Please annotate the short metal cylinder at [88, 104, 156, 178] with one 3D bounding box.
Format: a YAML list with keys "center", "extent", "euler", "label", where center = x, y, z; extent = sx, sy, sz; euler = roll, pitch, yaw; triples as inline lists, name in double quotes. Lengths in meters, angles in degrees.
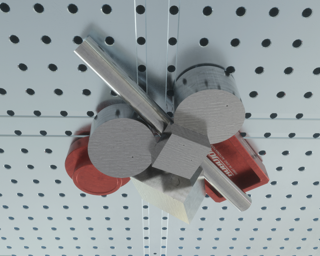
- center: [-0.048, 0.015, 0.388]
  extent: [0.081, 0.050, 0.079]
  euler: [-3, 114, -8]
  label: "short metal cylinder"

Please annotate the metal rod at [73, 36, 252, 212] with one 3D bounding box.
- center: [0.017, 0.009, 0.382]
  extent: [0.025, 0.025, 0.300]
  euler: [-35, 113, 26]
  label: "metal rod"

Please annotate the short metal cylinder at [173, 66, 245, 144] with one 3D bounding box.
- center: [0.056, -0.026, 0.369]
  extent: [0.081, 0.050, 0.079]
  euler: [0, 130, 0]
  label: "short metal cylinder"

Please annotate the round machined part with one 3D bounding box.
- center: [-0.087, 0.060, 0.445]
  extent: [0.099, 0.042, 0.097]
  euler: [0, 130, 0]
  label: "round machined part"

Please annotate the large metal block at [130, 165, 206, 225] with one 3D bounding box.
- center: [0.013, 0.079, 0.423]
  extent: [0.080, 0.050, 0.080]
  euler: [22, 152, 25]
  label: "large metal block"

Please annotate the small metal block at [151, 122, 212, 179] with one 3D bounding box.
- center: [0.024, 0.027, 0.361]
  extent: [0.050, 0.025, 0.050]
  euler: [21, 119, -17]
  label: "small metal block"

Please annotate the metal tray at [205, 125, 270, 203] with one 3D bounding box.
- center: [0.088, 0.050, 0.447]
  extent: [0.090, 0.030, 0.130]
  euler: [-29, 125, 22]
  label: "metal tray"
